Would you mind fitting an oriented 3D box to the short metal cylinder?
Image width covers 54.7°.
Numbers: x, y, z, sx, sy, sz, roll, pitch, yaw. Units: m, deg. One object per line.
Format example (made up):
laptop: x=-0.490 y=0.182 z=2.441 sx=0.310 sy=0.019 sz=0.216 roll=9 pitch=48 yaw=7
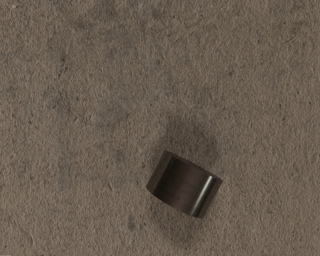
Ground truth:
short metal cylinder: x=0.030 y=0.068 z=0.383 sx=0.080 sy=0.080 sz=0.050 roll=27 pitch=90 yaw=-1
